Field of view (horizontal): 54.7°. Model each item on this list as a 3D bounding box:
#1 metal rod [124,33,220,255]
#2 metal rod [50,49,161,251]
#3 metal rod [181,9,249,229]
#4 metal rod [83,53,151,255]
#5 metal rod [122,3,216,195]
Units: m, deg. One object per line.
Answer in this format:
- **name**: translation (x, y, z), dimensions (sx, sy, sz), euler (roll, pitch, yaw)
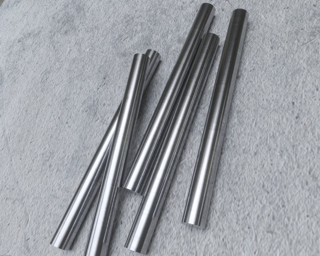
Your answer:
- **metal rod**: translation (0.023, 0.003, 0.389), dimensions (0.025, 0.025, 0.300), euler (8, 65, 31)
- **metal rod**: translation (-0.067, 0.016, 0.429), dimensions (0.025, 0.025, 0.300), euler (11, 67, 33)
- **metal rod**: translation (0.074, -0.029, 0.382), dimensions (0.025, 0.025, 0.300), euler (3, 63, 29)
- **metal rod**: translation (-0.053, 0.037, 0.392), dimensions (0.025, 0.025, 0.299), euler (-1, 66, 28)
- **metal rod**: translation (0.019, -0.053, 0.426), dimensions (0.025, 0.025, 0.300), euler (10, 66, 32)
